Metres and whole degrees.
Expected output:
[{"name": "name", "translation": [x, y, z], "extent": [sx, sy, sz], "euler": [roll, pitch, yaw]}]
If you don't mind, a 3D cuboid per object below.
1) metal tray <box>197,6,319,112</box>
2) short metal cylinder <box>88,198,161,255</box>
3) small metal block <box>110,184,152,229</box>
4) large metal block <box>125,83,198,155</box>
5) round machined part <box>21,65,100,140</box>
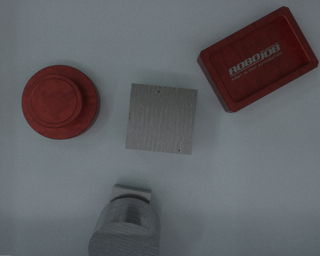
[{"name": "metal tray", "translation": [0.127, -0.088, 0.410], "extent": [0.130, 0.030, 0.090], "euler": [-29, 90, -1]}, {"name": "short metal cylinder", "translation": [-0.040, 0.133, 0.374], "extent": [0.080, 0.050, 0.079], "euler": [1, 108, 2]}, {"name": "small metal block", "translation": [-0.041, 0.105, 0.411], "extent": [0.050, 0.025, 0.050], "euler": [10, 89, -1]}, {"name": "large metal block", "translation": [0.002, -0.011, 0.399], "extent": [0.081, 0.050, 0.079], "euler": [6, 90, -1]}, {"name": "round machined part", "translation": [-0.130, -0.033, 0.401], "extent": [0.099, 0.042, 0.097], "euler": [0, 90, -1]}]
